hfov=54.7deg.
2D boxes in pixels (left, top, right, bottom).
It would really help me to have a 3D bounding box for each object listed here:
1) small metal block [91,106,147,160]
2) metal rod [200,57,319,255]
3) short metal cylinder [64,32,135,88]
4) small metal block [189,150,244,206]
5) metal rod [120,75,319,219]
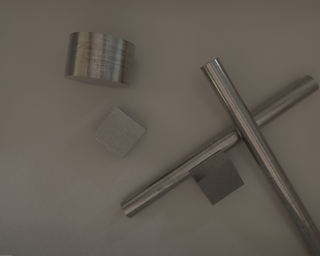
[{"bbox_3d":[-0.053,0.006,0.411,0.050,0.025,0.050,38,90,-1],"label":"small metal block"},{"bbox_3d":[0.138,0.046,0.393,0.025,0.025,0.299,-33,98,0],"label":"metal rod"},{"bbox_3d":[-0.074,-0.081,0.383,0.081,0.080,0.050,8,90,-1],"label":"short metal cylinder"},{"bbox_3d":[0.074,0.065,0.401,0.050,0.025,0.050,-35,123,0],"label":"small metal block"},{"bbox_3d":[0.079,0.025,0.412,0.301,0.025,0.025,-34,90,-1],"label":"metal rod"}]
